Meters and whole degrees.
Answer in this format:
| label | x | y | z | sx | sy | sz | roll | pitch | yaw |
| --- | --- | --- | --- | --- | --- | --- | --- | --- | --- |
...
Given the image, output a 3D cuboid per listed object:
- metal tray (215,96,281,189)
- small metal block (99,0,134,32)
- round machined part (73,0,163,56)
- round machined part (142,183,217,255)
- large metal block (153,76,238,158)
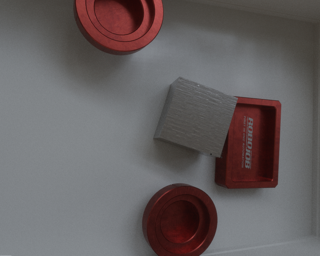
| label | x | y | z | sx | sy | sz | roll | pitch | yaw |
| --- | --- | --- | --- | --- | --- | --- | --- | --- | --- |
| metal tray | 0.131 | 0.022 | 0.457 | 0.091 | 0.030 | 0.129 | 3 | 89 | -21 |
| small metal block | -0.060 | -0.145 | 0.389 | 0.050 | 0.025 | 0.050 | 34 | 79 | -17 |
| round machined part | -0.049 | -0.132 | 0.357 | 0.099 | 0.042 | 0.097 | 0 | 90 | -20 |
| round machined part | 0.023 | 0.122 | 0.411 | 0.099 | 0.042 | 0.097 | 0 | 90 | -21 |
| large metal block | 0.045 | -0.012 | 0.408 | 0.080 | 0.050 | 0.080 | 19 | 84 | -9 |
